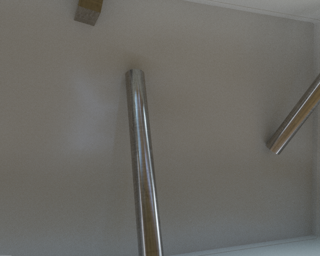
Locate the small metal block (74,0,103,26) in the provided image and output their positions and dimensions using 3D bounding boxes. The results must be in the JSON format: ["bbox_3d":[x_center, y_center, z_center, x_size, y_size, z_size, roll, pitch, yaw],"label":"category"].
[{"bbox_3d":[-0.082,-0.156,0.367,0.025,0.050,0.050,11,86,-20],"label":"small metal block"}]

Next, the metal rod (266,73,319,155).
[{"bbox_3d":[0.247,-0.087,0.432,0.025,0.025,0.298,25,110,-19],"label":"metal rod"}]

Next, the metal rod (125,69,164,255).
[{"bbox_3d":[-0.016,0.065,0.338,0.025,0.025,0.299,3,63,-20],"label":"metal rod"}]
